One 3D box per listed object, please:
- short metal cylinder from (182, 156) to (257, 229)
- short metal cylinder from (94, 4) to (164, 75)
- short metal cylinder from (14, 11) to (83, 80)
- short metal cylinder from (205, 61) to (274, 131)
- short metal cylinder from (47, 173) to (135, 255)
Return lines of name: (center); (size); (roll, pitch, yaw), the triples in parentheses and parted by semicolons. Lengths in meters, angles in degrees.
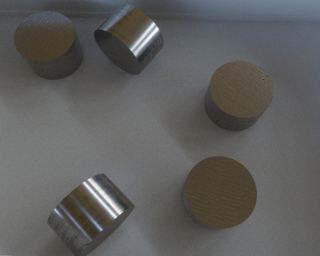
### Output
short metal cylinder: (0.068, 0.078, 0.369); (0.081, 0.050, 0.080); (0, 70, 0)
short metal cylinder: (-0.042, -0.119, 0.424); (0.080, 0.080, 0.050); (35, 74, 11)
short metal cylinder: (-0.154, -0.115, 0.437); (0.081, 0.050, 0.080); (0, 70, 0)
short metal cylinder: (0.103, -0.042, 0.413); (0.081, 0.050, 0.080); (0, 70, 0)
short metal cylinder: (-0.075, 0.097, 0.344); (0.080, 0.080, 0.050); (-43, 76, -14)
